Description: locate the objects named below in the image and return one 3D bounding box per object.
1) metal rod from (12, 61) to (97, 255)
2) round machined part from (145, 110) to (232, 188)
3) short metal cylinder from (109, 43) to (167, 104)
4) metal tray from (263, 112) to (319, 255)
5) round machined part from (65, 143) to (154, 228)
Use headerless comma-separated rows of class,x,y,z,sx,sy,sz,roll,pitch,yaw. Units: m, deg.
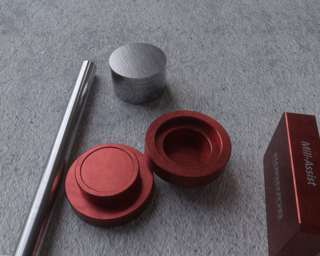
metal rod,-0.120,0.020,0.384,0.025,0.025,0.300,3,50,2
round machined part,0.031,0.028,0.366,0.099,0.042,0.098,3,49,-3
short metal cylinder,-0.031,-0.081,0.454,0.081,0.050,0.080,0,50,0
metal tray,0.134,0.059,0.312,0.030,0.089,0.130,7,50,6
round machined part,-0.056,0.056,0.345,0.099,0.042,0.098,0,50,0
